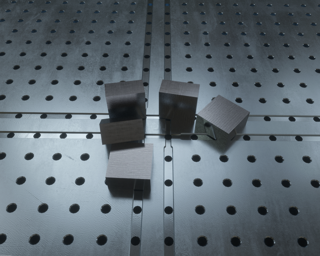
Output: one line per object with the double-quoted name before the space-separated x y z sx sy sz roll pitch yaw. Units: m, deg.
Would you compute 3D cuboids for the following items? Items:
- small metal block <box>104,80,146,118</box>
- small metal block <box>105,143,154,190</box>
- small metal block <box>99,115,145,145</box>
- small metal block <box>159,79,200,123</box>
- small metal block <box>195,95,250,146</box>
"small metal block" -0.046 -0.036 0.421 0.050 0.050 0.025 -8 51 -7
"small metal block" -0.034 0.045 0.370 0.050 0.025 0.050 3 50 1
"small metal block" -0.048 0.001 0.389 0.050 0.025 0.050 -7 9 -7
"small metal block" 0.026 -0.036 0.422 0.050 0.050 0.025 9 51 7
"small metal block" 0.084 -0.012 0.419 0.050 0.025 0.050 35 58 25
